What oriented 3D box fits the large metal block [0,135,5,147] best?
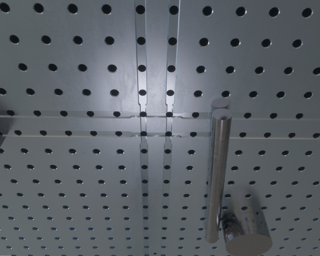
[{"bbox_3d":[-0.274,0.018,0.408,0.080,0.050,0.080,-21,127,16],"label":"large metal block"}]

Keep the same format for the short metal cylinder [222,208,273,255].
[{"bbox_3d":[0.155,0.190,0.559,0.081,0.050,0.079,0,130,0],"label":"short metal cylinder"}]

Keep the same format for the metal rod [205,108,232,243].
[{"bbox_3d":[0.089,0.095,0.493,0.025,0.025,0.298,-3,130,2],"label":"metal rod"}]
